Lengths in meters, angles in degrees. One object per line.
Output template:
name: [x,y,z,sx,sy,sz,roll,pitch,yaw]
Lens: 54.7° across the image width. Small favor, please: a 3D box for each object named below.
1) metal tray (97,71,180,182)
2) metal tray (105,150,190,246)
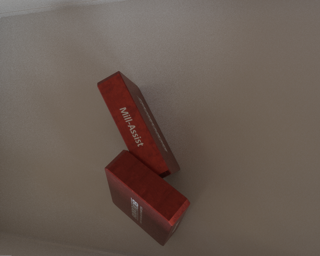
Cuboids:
metal tray: [-0.023,0.002,0.381,0.030,0.090,0.130,-28,81,7]
metal tray: [-0.017,0.088,0.365,0.090,0.129,0.030,37,64,16]
